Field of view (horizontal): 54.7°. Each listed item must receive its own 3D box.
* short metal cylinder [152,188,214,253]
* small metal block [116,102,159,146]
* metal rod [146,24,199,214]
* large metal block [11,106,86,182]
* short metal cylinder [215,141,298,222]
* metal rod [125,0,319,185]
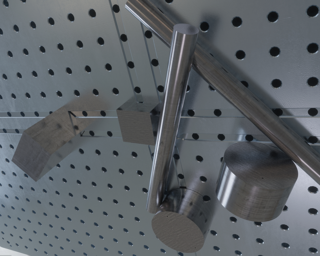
[{"bbox_3d":[0.035,0.138,0.462,0.080,0.050,0.079,13,124,20],"label":"short metal cylinder"},{"bbox_3d":[-0.027,-0.006,0.422,0.050,0.025,0.050,6,121,25],"label":"small metal block"},{"bbox_3d":[0.008,0.015,0.397,0.025,0.025,0.298,22,133,15],"label":"metal rod"},{"bbox_3d":[-0.172,0.025,0.481,0.050,0.080,0.080,41,129,0],"label":"large metal block"},{"bbox_3d":[0.108,0.059,0.355,0.080,0.080,0.050,19,126,17],"label":"short metal cylinder"},{"bbox_3d":[0.082,-0.040,0.343,0.300,0.025,0.025,42,129,-1],"label":"metal rod"}]
